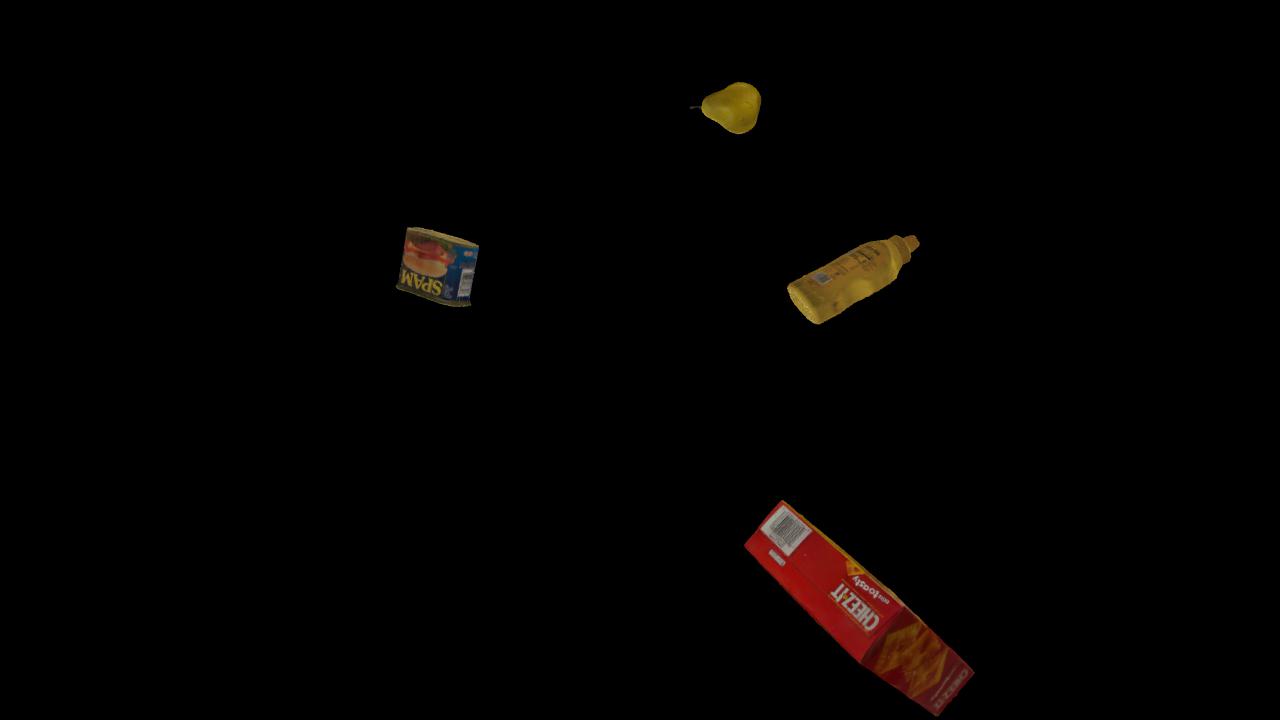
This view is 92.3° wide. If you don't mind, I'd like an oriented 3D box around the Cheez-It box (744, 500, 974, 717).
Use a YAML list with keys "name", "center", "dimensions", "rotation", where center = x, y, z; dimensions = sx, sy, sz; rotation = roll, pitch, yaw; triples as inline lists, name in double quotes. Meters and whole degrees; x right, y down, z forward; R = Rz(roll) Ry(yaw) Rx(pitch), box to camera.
- name: "Cheez-It box"
  center: [0.227, 0.258, 0.639]
  dimensions: [0.223, 0.071, 0.166]
  rotation: [44, -3, -37]

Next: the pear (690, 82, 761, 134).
- name: "pear"
  center: [0.141, -0.417, 1.011]
  dimensions: [0.111, 0.080, 0.080]
  rotation: [13, 2, 9]

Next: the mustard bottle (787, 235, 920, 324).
- name: "mustard bottle"
  center: [0.306, -0.122, 0.862]
  dimensions: [0.184, 0.054, 0.092]
  rotation: [-30, 27, 3]

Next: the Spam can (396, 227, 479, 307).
- name: "Spam can"
  center: [-0.273, -0.127, 0.833]
  dimensions: [0.101, 0.085, 0.058]
  rotation: [19, 13, 17]
